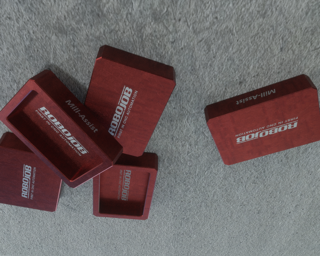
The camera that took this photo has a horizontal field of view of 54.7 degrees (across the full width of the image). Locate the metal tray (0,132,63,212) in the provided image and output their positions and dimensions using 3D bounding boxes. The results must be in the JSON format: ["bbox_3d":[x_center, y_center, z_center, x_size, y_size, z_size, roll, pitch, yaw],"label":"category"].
[{"bbox_3d":[-0.191,0.070,0.462,0.091,0.030,0.129,14,129,-12],"label":"metal tray"}]

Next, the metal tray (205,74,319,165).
[{"bbox_3d":[0.133,-0.006,0.400,0.130,0.030,0.090,-18,128,14],"label":"metal tray"}]

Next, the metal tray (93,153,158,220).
[{"bbox_3d":[-0.056,0.091,0.480,0.091,0.030,0.129,6,130,-6],"label":"metal tray"}]

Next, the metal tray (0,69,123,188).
[{"bbox_3d":[-0.119,0.006,0.374,0.090,0.030,0.130,-32,106,34],"label":"metal tray"}]

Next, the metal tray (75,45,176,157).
[{"bbox_3d":[-0.045,-0.027,0.381,0.091,0.030,0.129,16,129,-13],"label":"metal tray"}]
